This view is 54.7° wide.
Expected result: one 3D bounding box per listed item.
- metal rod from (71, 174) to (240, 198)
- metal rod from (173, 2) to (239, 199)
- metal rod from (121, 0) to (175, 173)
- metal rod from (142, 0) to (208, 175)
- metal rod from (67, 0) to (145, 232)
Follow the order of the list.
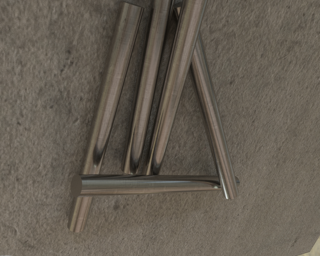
[{"bbox_3d":[0.019,0.079,0.436,0.302,0.025,0.025,9,114,-43],"label":"metal rod"},{"bbox_3d":[0.068,-0.016,0.415,0.025,0.025,0.299,-28,122,-12],"label":"metal rod"},{"bbox_3d":[-0.010,-0.075,0.355,0.025,0.025,0.298,-2,119,-28],"label":"metal rod"},{"bbox_3d":[0.013,-0.039,0.370,0.025,0.025,0.298,-5,127,-27],"label":"metal rod"},{"bbox_3d":[-0.072,0.005,0.371,0.025,0.025,0.298,4,116,-31],"label":"metal rod"}]
